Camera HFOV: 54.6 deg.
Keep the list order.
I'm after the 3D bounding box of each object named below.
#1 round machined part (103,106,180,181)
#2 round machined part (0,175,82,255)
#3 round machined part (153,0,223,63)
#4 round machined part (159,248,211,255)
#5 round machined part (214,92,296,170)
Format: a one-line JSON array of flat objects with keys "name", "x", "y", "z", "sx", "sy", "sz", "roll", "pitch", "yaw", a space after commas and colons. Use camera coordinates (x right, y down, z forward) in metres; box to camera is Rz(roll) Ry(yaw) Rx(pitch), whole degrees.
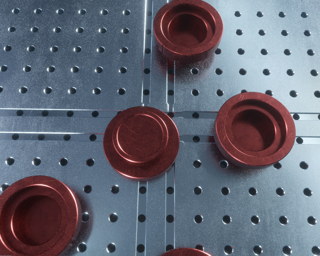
[{"name": "round machined part", "x": -0.024, "y": 0.016, "z": 0.397, "sx": 0.099, "sy": 0.042, "sz": 0.098, "roll": 0, "pitch": 70, "yaw": 0}, {"name": "round machined part", "x": -0.140, "y": 0.108, "z": 0.363, "sx": 0.099, "sy": 0.042, "sz": 0.098, "roll": 0, "pitch": 70, "yaw": 0}, {"name": "round machined part", "x": 0.040, "y": -0.137, "z": 0.453, "sx": 0.099, "sy": 0.042, "sz": 0.098, "roll": 0, "pitch": 70, "yaw": 0}, {"name": "round machined part", "x": 0.028, "y": 0.182, "z": 0.337, "sx": 0.099, "sy": 0.042, "sz": 0.098, "roll": 0, "pitch": 70, "yaw": 0}, {"name": "round machined part", "x": 0.118, "y": 0.006, "z": 0.401, "sx": 0.099, "sy": 0.042, "sz": 0.098, "roll": 0, "pitch": 70, "yaw": 0}]
